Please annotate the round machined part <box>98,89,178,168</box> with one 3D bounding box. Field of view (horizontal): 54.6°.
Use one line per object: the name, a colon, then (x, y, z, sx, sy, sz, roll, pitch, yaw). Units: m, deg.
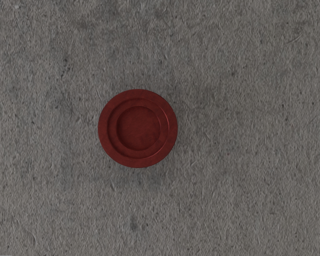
round machined part: (-0.027, 0.000, 0.401, 0.099, 0.042, 0.097, 0, 90, 0)
